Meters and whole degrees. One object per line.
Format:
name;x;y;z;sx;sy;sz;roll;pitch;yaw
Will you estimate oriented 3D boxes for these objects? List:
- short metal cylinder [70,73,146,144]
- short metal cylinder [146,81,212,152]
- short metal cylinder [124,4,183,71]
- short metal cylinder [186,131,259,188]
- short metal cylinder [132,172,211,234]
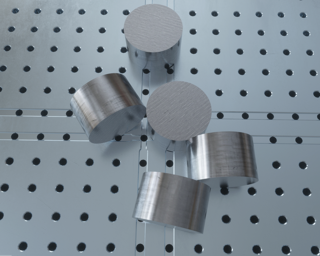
short metal cylinder;-0.064;-0.024;0.391;0.080;0.080;0.050;-30;73;-10
short metal cylinder;0.023;-0.014;0.404;0.081;0.050;0.080;0;70;0
short metal cylinder;-0.009;-0.129;0.445;0.081;0.050;0.080;0;70;0
short metal cylinder;0.072;0.040;0.368;0.081;0.080;0.050;-2;70;-1
short metal cylinder;0.013;0.085;0.351;0.080;0.080;0.050;12;71;4
